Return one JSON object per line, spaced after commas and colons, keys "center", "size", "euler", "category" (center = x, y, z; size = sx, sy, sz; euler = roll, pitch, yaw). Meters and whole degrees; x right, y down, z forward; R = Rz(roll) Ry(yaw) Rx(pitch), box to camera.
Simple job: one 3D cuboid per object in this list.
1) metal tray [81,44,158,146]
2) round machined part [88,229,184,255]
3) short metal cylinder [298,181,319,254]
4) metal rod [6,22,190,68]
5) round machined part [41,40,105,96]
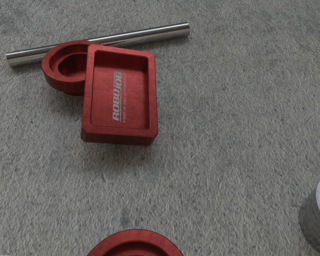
{"center": [-0.052, -0.044, 0.403], "size": [0.091, 0.030, 0.130], "euler": [5, 63, -14], "category": "metal tray"}
{"center": [-0.022, 0.144, 0.271], "size": [0.099, 0.042, 0.098], "euler": [0, 50, 0], "category": "round machined part"}
{"center": [0.191, 0.090, 0.314], "size": [0.081, 0.050, 0.080], "euler": [0, 50, 0], "category": "short metal cylinder"}
{"center": [-0.095, -0.142, 0.520], "size": [0.302, 0.025, 0.025], "euler": [-14, 52, -12], "category": "metal rod"}
{"center": [-0.121, -0.085, 0.462], "size": [0.099, 0.042, 0.098], "euler": [0, 50, 0], "category": "round machined part"}
